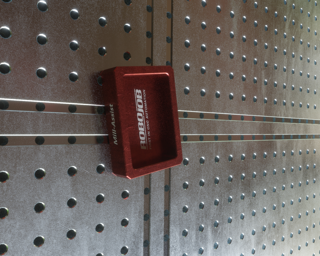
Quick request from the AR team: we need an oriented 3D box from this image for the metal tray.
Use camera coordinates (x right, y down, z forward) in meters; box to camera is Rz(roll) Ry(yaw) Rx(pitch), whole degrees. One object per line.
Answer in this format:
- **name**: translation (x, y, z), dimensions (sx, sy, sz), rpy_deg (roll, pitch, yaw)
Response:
- **metal tray**: translation (-0.019, -0.010, 0.388), dimensions (0.091, 0.030, 0.129), rpy_deg (-11, 97, -39)
